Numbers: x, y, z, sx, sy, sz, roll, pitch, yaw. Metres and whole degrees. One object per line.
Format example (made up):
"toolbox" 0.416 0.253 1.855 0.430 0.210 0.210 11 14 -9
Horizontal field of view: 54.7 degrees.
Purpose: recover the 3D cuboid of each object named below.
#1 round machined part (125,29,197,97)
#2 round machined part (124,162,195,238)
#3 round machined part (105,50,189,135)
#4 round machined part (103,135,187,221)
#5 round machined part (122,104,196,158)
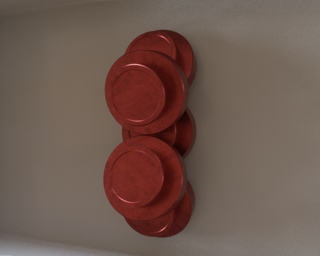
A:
"round machined part" -0.006 -0.082 0.390 0.098 0.042 0.098 -5 72 18
"round machined part" -0.009 0.095 0.388 0.098 0.042 0.097 5 107 18
"round machined part" -0.020 -0.039 0.352 0.098 0.042 0.097 5 104 19
"round machined part" -0.022 0.056 0.353 0.098 0.042 0.098 -4 78 19
"round machined part" -0.006 0.004 0.402 0.098 0.042 0.097 0 89 20
